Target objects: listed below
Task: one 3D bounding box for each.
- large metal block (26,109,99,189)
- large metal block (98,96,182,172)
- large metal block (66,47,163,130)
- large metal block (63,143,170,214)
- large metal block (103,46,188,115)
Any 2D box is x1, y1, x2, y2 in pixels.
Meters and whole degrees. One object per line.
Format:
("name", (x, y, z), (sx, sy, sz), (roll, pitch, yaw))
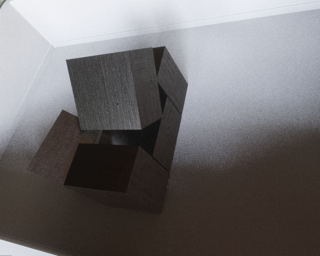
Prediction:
("large metal block", (-0.121, 0.032, 0.400), (0.050, 0.080, 0.080), (28, 72, -8))
("large metal block", (-0.025, 0.008, 0.397), (0.080, 0.050, 0.080), (-1, 61, 27))
("large metal block", (-0.049, -0.043, 0.347), (0.080, 0.079, 0.050), (-1, 17, 27))
("large metal block", (-0.046, 0.058, 0.354), (0.080, 0.080, 0.050), (0, 62, 28))
("large metal block", (-0.018, -0.057, 0.411), (0.080, 0.080, 0.050), (-1, 61, 27))
